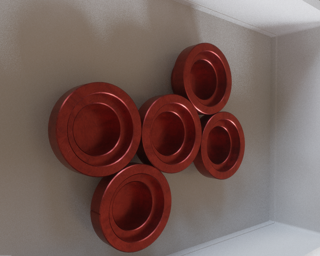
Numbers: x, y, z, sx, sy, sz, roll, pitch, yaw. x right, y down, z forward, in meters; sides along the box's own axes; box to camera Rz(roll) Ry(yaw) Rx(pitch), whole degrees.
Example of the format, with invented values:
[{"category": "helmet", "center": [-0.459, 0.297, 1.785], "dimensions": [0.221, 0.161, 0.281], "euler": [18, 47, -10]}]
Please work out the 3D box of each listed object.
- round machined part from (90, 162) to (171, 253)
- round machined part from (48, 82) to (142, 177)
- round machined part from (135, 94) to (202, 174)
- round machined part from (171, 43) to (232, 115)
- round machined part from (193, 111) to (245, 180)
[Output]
[{"category": "round machined part", "center": [-0.037, 0.089, 0.361], "dimensions": [0.099, 0.042, 0.097], "euler": [0, 90, -40]}, {"category": "round machined part", "center": [-0.072, 0.001, 0.332], "dimensions": [0.099, 0.042, 0.097], "euler": [0, 90, -40]}, {"category": "round machined part", "center": [0.005, 0.007, 0.395], "dimensions": [0.099, 0.042, 0.097], "euler": [0, 90, -40]}, {"category": "round machined part", "center": [0.054, -0.067, 0.437], "dimensions": [0.099, 0.042, 0.097], "euler": [0, 90, -40]}, {"category": "round machined part", "center": [0.079, 0.025, 0.458], "dimensions": [0.099, 0.042, 0.097], "euler": [0, 90, -40]}]
